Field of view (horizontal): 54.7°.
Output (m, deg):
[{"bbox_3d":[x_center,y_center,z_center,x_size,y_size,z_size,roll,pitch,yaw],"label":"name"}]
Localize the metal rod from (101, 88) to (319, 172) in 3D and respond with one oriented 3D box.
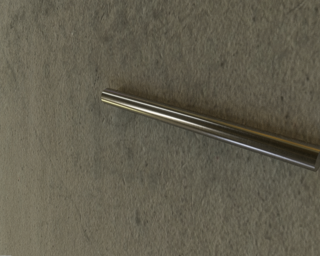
[{"bbox_3d":[0.034,-0.010,0.375,0.300,0.025,0.025,19,102,38],"label":"metal rod"}]
